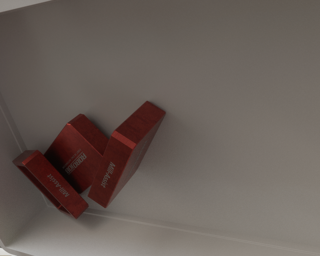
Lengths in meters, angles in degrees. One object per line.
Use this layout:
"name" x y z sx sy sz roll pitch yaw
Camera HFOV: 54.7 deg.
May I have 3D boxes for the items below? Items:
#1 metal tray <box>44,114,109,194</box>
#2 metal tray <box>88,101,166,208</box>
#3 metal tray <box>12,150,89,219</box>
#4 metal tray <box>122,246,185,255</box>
"metal tray" -0.126 0.045 0.489 0.090 0.030 0.129 46 134 -5
"metal tray" -0.045 0.036 0.410 0.030 0.090 0.129 33 128 7
"metal tray" -0.189 0.096 0.532 0.090 0.030 0.130 -7 124 55
"metal tray" -0.002 0.263 0.570 0.130 0.030 0.090 -18 109 35
